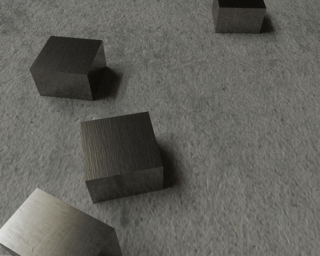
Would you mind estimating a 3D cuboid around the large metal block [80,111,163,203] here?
[{"bbox_3d":[-0.045,0.032,0.359,0.081,0.050,0.080,-10,51,-9],"label":"large metal block"}]

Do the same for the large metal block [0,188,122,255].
[{"bbox_3d":[-0.084,0.109,0.275,0.080,0.080,0.050,22,53,17],"label":"large metal block"}]

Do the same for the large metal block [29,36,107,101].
[{"bbox_3d":[-0.132,-0.090,0.461,0.080,0.050,0.080,6,50,5],"label":"large metal block"}]

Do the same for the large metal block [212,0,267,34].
[{"bbox_3d":[0.143,-0.220,0.574,0.081,0.050,0.080,1,50,1],"label":"large metal block"}]
